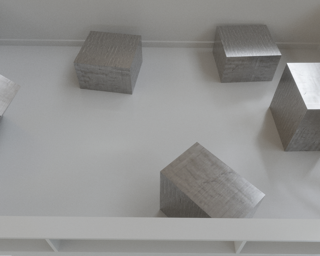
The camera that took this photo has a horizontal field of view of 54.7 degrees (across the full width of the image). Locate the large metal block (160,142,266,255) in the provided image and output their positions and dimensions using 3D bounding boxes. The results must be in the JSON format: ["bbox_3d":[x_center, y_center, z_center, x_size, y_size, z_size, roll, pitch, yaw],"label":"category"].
[{"bbox_3d":[0.046,0.074,0.307,0.050,0.080,0.080,-36,59,-26],"label":"large metal block"}]

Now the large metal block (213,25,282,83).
[{"bbox_3d":[0.133,-0.118,0.490,0.081,0.050,0.080,-3,50,-3],"label":"large metal block"}]

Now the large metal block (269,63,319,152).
[{"bbox_3d":[0.185,-0.026,0.394,0.050,0.080,0.080,-1,50,-1],"label":"large metal block"}]

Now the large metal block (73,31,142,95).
[{"bbox_3d":[-0.075,-0.101,0.473,0.080,0.050,0.080,7,50,5],"label":"large metal block"}]

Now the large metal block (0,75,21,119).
[{"bbox_3d":[-0.231,-0.035,0.375,0.080,0.080,0.050,32,46,-23],"label":"large metal block"}]
